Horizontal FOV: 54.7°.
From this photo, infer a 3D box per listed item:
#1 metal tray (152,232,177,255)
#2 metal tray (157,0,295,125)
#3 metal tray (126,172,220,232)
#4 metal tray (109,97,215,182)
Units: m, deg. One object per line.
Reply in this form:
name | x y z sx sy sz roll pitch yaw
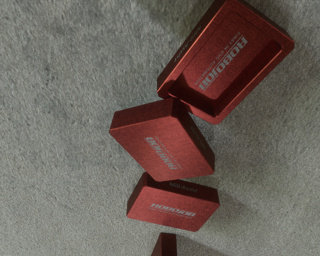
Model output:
metal tray | 0.003 0.276 0.599 0.030 0.090 0.129 9 130 -8
metal tray | 0.067 -0.071 0.344 0.090 0.030 0.129 26 125 -21
metal tray | 0.020 0.124 0.510 0.131 0.030 0.089 16 128 -14
metal tray | 0.007 0.021 0.400 0.090 0.030 0.130 -12 138 25
